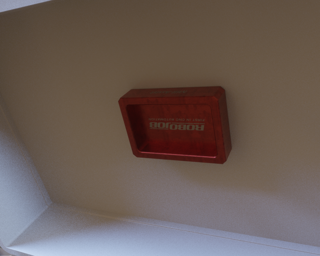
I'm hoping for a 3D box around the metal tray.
[{"bbox_3d":[0.019,-0.004,0.391,0.130,0.030,0.089,2,119,27],"label":"metal tray"}]
